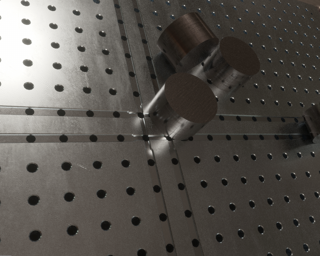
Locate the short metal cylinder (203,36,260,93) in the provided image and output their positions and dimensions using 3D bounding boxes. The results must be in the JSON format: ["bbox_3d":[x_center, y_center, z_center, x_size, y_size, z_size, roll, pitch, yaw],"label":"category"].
[{"bbox_3d":[0.121,-0.107,0.525,0.081,0.050,0.080,14,56,-21],"label":"short metal cylinder"}]

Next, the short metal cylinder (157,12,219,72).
[{"bbox_3d":[0.043,-0.130,0.477,0.081,0.080,0.050,-26,77,-37],"label":"short metal cylinder"}]

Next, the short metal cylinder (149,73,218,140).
[{"bbox_3d":[0.032,-0.029,0.429,0.081,0.050,0.080,14,56,-21],"label":"short metal cylinder"}]

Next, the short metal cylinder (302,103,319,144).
[{"bbox_3d":[0.301,-0.012,0.546,0.081,0.080,0.050,3,61,-27],"label":"short metal cylinder"}]
